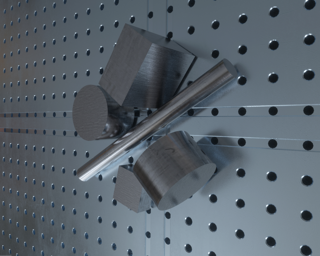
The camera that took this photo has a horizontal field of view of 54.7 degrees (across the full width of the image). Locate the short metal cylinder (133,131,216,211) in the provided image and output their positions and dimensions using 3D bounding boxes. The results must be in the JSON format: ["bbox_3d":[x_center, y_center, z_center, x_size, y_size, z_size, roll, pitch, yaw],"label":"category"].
[{"bbox_3d":[0.017,0.049,0.355,0.050,0.081,0.080,51,120,27],"label":"short metal cylinder"}]

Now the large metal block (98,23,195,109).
[{"bbox_3d":[-0.016,-0.072,0.382,0.050,0.081,0.080,44,116,31],"label":"large metal block"}]

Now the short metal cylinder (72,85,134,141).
[{"bbox_3d":[-0.084,-0.022,0.458,0.080,0.050,0.079,0,90,40],"label":"short metal cylinder"}]

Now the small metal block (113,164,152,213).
[{"bbox_3d":[-0.036,0.083,0.434,0.050,0.025,0.050,20,102,38],"label":"small metal block"}]

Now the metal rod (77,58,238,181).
[{"bbox_3d":[-0.024,0.005,0.424,0.299,0.025,0.025,-35,69,34],"label":"metal rod"}]
